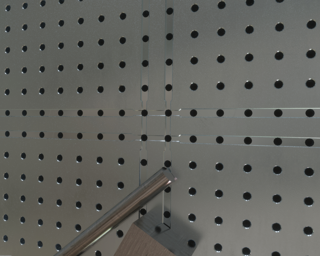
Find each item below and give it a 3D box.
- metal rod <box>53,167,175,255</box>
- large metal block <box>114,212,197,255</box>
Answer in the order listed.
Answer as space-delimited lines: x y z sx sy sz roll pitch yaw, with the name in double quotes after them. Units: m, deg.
-0.099 0.156 0.446 0.299 0.025 0.025 -41 78 15 "metal rod"
-0.012 0.172 0.403 0.080 0.050 0.080 32 100 16 "large metal block"
